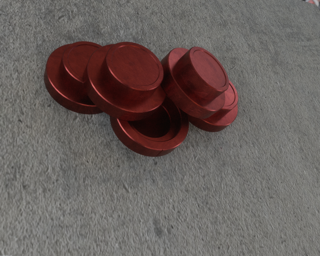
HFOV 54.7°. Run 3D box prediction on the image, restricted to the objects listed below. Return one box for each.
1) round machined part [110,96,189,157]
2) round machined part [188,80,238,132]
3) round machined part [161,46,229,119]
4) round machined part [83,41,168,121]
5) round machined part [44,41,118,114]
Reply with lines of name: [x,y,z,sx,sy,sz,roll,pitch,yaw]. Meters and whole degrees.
round machined part: [-0.016,-0.008,0.392,0.099,0.042,0.098,14,56,-21]
round machined part: [0.077,-0.046,0.466,0.099,0.042,0.098,14,56,-21]
round machined part: [0.049,-0.064,0.395,0.099,0.042,0.098,25,46,-29]
round machined part: [-0.035,-0.061,0.359,0.099,0.042,0.098,14,56,-21]
round machined part: [-0.091,-0.069,0.388,0.099,0.042,0.098,14,56,-21]
